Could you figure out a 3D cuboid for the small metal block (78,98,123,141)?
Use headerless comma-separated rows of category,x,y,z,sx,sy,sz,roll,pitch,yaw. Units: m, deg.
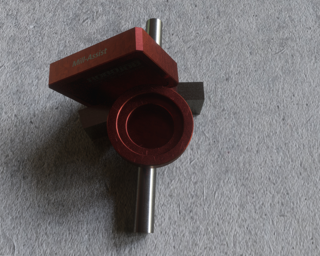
small metal block,-0.072,-0.010,0.399,0.050,0.050,0.025,-18,71,-7

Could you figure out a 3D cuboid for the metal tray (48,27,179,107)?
metal tray,-0.055,-0.064,0.373,0.130,0.090,0.030,-15,67,26

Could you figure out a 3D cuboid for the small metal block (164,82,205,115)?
small metal block,0.030,-0.038,0.410,0.050,0.050,0.025,-1,70,-1

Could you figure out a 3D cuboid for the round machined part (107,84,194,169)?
round machined part,-0.011,0.000,0.371,0.099,0.042,0.098,1,73,-2

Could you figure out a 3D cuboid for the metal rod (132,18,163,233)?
metal rod,-0.014,-0.017,0.415,0.025,0.025,0.299,2,70,0
